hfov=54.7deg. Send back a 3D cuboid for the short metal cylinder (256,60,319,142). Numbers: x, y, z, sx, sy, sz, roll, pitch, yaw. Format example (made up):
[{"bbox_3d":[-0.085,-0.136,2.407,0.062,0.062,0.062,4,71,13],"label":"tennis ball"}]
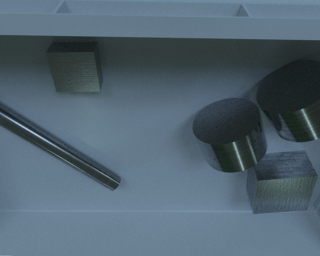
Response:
[{"bbox_3d":[0.158,-0.031,0.350,0.080,0.080,0.050,-28,125,21],"label":"short metal cylinder"}]

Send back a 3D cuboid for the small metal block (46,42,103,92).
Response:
[{"bbox_3d":[-0.094,-0.068,0.349,0.050,0.025,0.050,-1,130,0],"label":"small metal block"}]

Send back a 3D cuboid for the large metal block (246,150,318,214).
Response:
[{"bbox_3d":[0.178,0.082,0.466,0.080,0.050,0.080,-5,130,4],"label":"large metal block"}]

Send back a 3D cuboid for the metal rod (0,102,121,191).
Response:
[{"bbox_3d":[-0.173,0.005,0.410,0.025,0.025,0.301,-36,122,26],"label":"metal rod"}]

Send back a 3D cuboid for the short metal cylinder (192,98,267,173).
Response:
[{"bbox_3d":[0.086,0.008,0.381,0.080,0.080,0.050,-17,128,13],"label":"short metal cylinder"}]
